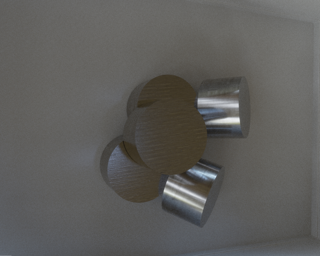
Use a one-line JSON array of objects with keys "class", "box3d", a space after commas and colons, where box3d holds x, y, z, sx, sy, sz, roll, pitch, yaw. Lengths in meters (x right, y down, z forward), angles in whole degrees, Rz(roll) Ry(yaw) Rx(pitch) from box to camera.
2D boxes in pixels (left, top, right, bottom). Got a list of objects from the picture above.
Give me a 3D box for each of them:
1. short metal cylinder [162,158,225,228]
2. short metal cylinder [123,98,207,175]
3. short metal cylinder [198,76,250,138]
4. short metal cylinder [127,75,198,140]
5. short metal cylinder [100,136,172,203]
[{"class": "short metal cylinder", "box3d": [0.043, 0.077, 0.390, 0.050, 0.080, 0.080, 19, 82, 22]}, {"class": "short metal cylinder", "box3d": [0.005, 0.009, 0.344, 0.081, 0.050, 0.079, 0, 90, -21]}, {"class": "short metal cylinder", "box3d": [0.086, -0.026, 0.407, 0.080, 0.050, 0.079, -2, 90, -64]}, {"class": "short metal cylinder", "box3d": [0.003, -0.025, 0.397, 0.081, 0.050, 0.079, 0, 90, -21]}, {"class": "short metal cylinder", "box3d": [-0.030, 0.048, 0.386, 0.081, 0.050, 0.079, 0, 90, -21]}]
